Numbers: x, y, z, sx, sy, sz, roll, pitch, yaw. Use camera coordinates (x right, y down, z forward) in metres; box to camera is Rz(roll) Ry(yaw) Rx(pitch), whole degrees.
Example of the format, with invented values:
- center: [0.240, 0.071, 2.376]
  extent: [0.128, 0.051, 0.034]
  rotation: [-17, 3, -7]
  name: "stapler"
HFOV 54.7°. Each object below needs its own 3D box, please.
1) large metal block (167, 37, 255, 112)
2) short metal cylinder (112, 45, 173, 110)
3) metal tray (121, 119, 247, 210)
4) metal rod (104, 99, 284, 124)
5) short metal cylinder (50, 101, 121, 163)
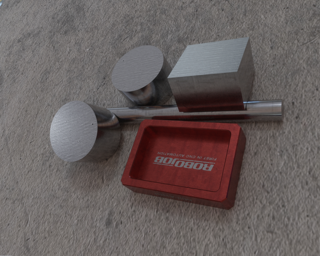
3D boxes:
- center: [0.066, -0.065, 0.379]
  extent: [0.080, 0.050, 0.080]
  rotation: [-1, 40, 28]
  name: "large metal block"
- center: [-0.021, -0.071, 0.444]
  extent: [0.080, 0.050, 0.080]
  rotation: [-13, 56, 20]
  name: "short metal cylinder"
- center: [0.027, 0.038, 0.364]
  extent: [0.130, 0.030, 0.090]
  rotation: [4, 63, 29]
  name: "metal tray"
- center: [0.004, -0.019, 0.416]
  extent: [0.300, 0.025, 0.025]
  rotation: [-1, 62, 27]
  name: "metal rod"
- center: [-0.101, 0.007, 0.423]
  extent: [0.080, 0.050, 0.080]
  rotation: [-4, 80, 27]
  name: "short metal cylinder"
